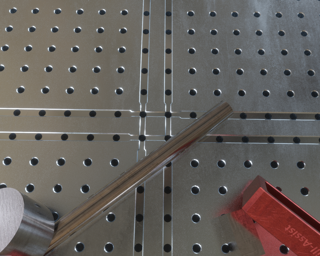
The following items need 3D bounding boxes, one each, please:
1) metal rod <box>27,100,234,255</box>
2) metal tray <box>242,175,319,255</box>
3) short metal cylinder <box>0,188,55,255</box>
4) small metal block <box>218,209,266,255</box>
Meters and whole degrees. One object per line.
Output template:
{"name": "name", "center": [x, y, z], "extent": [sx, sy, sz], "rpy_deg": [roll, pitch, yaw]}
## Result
{"name": "metal rod", "center": [-0.028, 0.058, 0.390], "extent": [0.301, 0.025, 0.025], "rpy_deg": [-35, 74, -13]}
{"name": "metal tray", "center": [0.152, 0.110, 0.336], "extent": [0.130, 0.090, 0.030], "rpy_deg": [39, 100, 12]}
{"name": "short metal cylinder", "center": [-0.166, 0.113, 0.339], "extent": [0.080, 0.050, 0.080], "rpy_deg": [-13, 51, 17]}
{"name": "small metal block", "center": [0.092, 0.121, 0.355], "extent": [0.025, 0.050, 0.050], "rpy_deg": [-15, 71, -6]}
